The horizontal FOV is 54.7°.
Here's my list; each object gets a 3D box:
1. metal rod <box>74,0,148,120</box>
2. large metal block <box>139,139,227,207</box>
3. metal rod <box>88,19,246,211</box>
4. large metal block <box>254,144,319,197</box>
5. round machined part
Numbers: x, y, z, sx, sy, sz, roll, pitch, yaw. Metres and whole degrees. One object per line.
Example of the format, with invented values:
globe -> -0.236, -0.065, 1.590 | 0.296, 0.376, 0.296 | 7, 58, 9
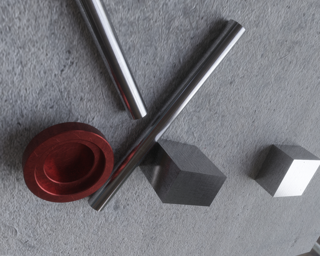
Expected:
metal rod -> -0.070, -0.128, 0.290 | 0.025, 0.025, 0.299 | -29, 129, -10
large metal block -> 0.029, 0.060, 0.426 | 0.081, 0.080, 0.050 | 14, 111, -34
metal rod -> 0.004, -0.010, 0.403 | 0.025, 0.025, 0.299 | 32, 100, -39
large metal block -> 0.236, 0.078, 0.571 | 0.081, 0.050, 0.079 | 5, 116, -31
round machined part -> -0.107, 0.035, 0.360 | 0.099, 0.042, 0.097 | -14, 125, -21
